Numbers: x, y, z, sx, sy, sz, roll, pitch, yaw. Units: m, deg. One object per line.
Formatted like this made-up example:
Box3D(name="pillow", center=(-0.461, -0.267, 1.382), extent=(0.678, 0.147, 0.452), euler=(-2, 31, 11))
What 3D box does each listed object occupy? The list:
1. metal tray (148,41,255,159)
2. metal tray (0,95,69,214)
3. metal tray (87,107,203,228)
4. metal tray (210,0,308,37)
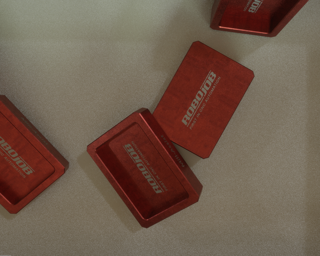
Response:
Box3D(name="metal tray", center=(0.052, -0.036, 0.410), extent=(0.090, 0.030, 0.130), euler=(29, 90, -1))
Box3D(name="metal tray", center=(-0.195, 0.033, 0.396), extent=(0.090, 0.030, 0.130), euler=(-41, 100, 0))
Box3D(name="metal tray", center=(-0.019, 0.051, 0.390), extent=(0.090, 0.030, 0.130), euler=(-34, 93, 22))
Box3D(name="metal tray", center=(0.115, -0.152, 0.359), extent=(0.091, 0.130, 0.030), euler=(7, 82, 0))
